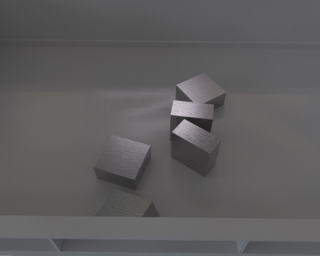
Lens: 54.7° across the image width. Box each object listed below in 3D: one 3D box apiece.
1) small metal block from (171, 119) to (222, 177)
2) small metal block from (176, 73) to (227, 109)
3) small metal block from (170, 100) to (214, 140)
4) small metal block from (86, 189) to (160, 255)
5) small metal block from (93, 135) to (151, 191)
[{"bbox_3d":[0.041,0.024,0.368,0.050,0.050,0.025,30,56,22],"label":"small metal block"},{"bbox_3d":[0.058,-0.047,0.445,0.050,0.025,0.050,-26,55,-20],"label":"small metal block"},{"bbox_3d":[0.040,-0.006,0.394,0.050,0.050,0.025,7,51,5],"label":"small metal block"},{"bbox_3d":[-0.037,0.095,0.314,0.050,0.025,0.050,9,47,36],"label":"small metal block"},{"bbox_3d":[-0.043,0.041,0.370,0.050,0.025,0.050,15,52,12],"label":"small metal block"}]
